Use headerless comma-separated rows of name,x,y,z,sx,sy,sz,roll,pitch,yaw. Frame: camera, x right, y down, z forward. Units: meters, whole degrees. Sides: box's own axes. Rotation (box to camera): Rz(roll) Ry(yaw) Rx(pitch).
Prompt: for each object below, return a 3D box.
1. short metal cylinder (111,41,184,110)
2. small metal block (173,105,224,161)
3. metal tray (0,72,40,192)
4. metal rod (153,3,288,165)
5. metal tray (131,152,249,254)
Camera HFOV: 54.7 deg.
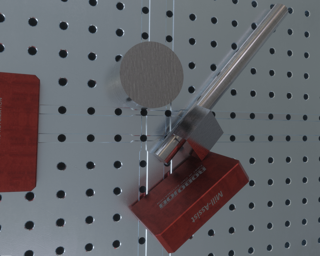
short metal cylinder,-0.017,-0.064,0.393,0.081,0.050,0.079,0,90,-20
small metal block,0.052,0.007,0.407,0.050,0.025,0.050,-50,133,-13
metal tray,-0.183,0.004,0.342,0.091,0.030,0.129,2,89,-20
metal rod,0.094,-0.071,0.447,0.025,0.025,0.300,44,76,-15
metal tray,0.035,0.084,0.389,0.131,0.090,0.030,-38,110,-16
